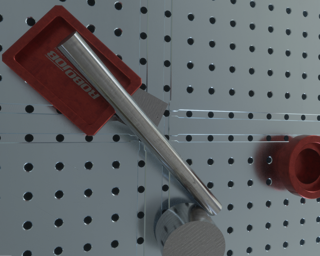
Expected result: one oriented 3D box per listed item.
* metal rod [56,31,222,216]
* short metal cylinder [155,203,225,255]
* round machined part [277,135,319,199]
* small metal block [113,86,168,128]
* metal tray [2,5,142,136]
[{"bbox_3d":[-0.006,0.015,0.370,0.025,0.025,0.300,-48,121,-14],"label":"metal rod"},{"bbox_3d":[0.038,0.146,0.405,0.081,0.050,0.079,-2,102,-11],"label":"short metal cylinder"},{"bbox_3d":[0.227,0.059,0.490,0.099,0.042,0.097,0,90,-21],"label":"round machined part"},{"bbox_3d":[-0.025,-0.020,0.404,0.050,0.025,0.050,28,81,-18],"label":"small metal block"},{"bbox_3d":[-0.098,-0.064,0.360,0.130,0.030,0.090,42,80,-6],"label":"metal tray"}]
